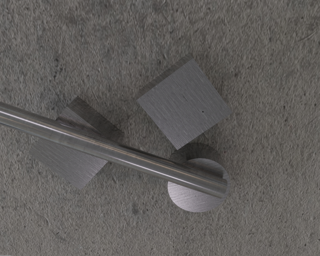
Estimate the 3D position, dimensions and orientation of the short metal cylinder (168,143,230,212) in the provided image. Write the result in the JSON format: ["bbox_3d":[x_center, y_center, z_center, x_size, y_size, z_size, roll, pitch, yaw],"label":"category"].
[{"bbox_3d":[0.050,0.066,0.421,0.081,0.050,0.079,0,110,0],"label":"short metal cylinder"}]

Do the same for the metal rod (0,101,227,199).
[{"bbox_3d":[-0.063,0.025,0.365,0.302,0.025,0.025,20,109,-8],"label":"metal rod"}]

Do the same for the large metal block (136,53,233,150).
[{"bbox_3d":[0.029,-0.034,0.384,0.080,0.050,0.080,-36,107,12],"label":"large metal block"}]

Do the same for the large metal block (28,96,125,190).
[{"bbox_3d":[-0.105,0.019,0.402,0.080,0.050,0.080,40,105,-14],"label":"large metal block"}]
